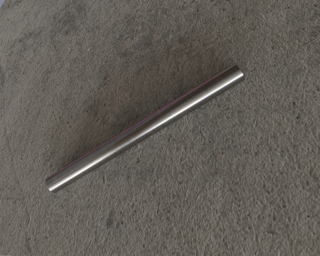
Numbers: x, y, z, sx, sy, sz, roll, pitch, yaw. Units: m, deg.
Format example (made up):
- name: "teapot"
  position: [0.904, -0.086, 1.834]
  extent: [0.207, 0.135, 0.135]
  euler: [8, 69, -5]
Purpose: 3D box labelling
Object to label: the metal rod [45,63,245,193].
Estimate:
- name: "metal rod"
  position: [-0.025, 0.004, 0.417]
  extent: [0.300, 0.025, 0.025]
  euler: [-31, 52, 8]
